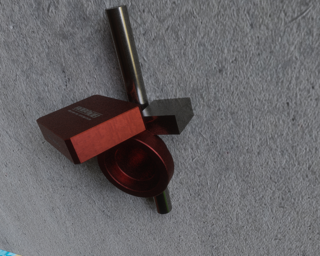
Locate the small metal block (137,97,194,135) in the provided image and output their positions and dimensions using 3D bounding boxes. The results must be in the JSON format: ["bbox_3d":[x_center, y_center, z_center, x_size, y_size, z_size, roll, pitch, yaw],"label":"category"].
[{"bbox_3d":[0.008,-0.015,0.378,0.050,0.050,0.025,-1,118,28],"label":"small metal block"}]

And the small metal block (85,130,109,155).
[{"bbox_3d":[-0.075,0.011,0.437,0.050,0.050,0.025,-20,108,35],"label":"small metal block"}]

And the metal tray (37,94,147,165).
[{"bbox_3d":[-0.088,-0.005,0.377,0.130,0.091,0.030,18,130,54],"label":"metal tray"}]

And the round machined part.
[{"bbox_3d":[-0.027,0.039,0.399,0.098,0.042,0.097,12,127,18],"label":"round machined part"}]

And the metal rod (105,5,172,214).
[{"bbox_3d":[-0.022,-0.006,0.415,0.025,0.025,0.298,2,120,27],"label":"metal rod"}]
